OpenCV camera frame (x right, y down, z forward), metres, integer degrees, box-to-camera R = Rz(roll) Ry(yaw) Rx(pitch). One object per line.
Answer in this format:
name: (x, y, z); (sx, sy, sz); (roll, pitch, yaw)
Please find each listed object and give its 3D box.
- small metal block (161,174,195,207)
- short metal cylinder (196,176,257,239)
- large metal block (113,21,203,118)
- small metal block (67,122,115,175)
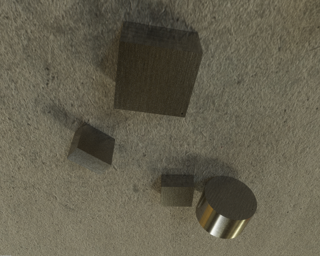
small metal block: (0.027, 0.100, 0.493); (0.050, 0.025, 0.050); (1, 130, -1)
short metal cylinder: (0.101, 0.121, 0.476); (0.081, 0.080, 0.050); (8, 130, -8)
large metal block: (-0.005, -0.062, 0.338); (0.081, 0.050, 0.079); (7, 130, -7)
small metal block: (-0.090, 0.027, 0.413); (0.050, 0.050, 0.025); (32, 123, -25)
